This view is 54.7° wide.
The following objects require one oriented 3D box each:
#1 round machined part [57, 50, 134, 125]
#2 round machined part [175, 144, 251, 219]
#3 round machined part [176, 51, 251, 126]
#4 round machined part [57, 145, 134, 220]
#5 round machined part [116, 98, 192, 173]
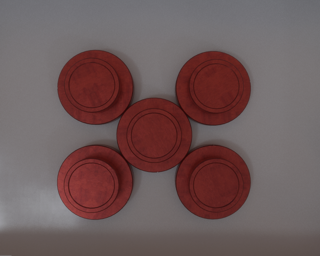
[{"bbox_3d":[-0.084,-0.053,0.400,0.099,0.042,0.097,0,90,-1],"label":"round machined part"},{"bbox_3d":[0.070,0.071,0.403,0.099,0.042,0.097,0,90,-1],"label":"round machined part"},{"bbox_3d":[0.070,-0.052,0.403,0.099,0.042,0.097,0,90,-1],"label":"round machined part"},{"bbox_3d":[-0.084,0.071,0.401,0.099,0.042,0.097,0,90,-1],"label":"round machined part"},{"bbox_3d":[-0.007,0.009,0.401,0.099,0.042,0.097,0,90,-1],"label":"round machined part"}]
